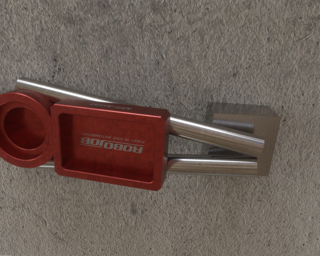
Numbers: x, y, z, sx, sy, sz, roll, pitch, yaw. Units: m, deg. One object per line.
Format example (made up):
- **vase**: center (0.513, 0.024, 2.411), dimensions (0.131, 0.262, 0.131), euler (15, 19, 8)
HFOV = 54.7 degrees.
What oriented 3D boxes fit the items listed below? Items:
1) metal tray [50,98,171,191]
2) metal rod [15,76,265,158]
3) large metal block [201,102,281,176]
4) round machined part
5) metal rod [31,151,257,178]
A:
- **metal tray**: center (-0.057, 0.018, 0.359), dimensions (0.131, 0.030, 0.089), euler (7, 110, 10)
- **metal rod**: center (-0.030, -0.015, 0.370), dimensions (0.301, 0.025, 0.025), euler (15, 110, 8)
- **large metal block**: center (0.101, 0.013, 0.402), dimensions (0.081, 0.050, 0.079), euler (4, 110, -2)
- **round machined part**: center (-0.166, -0.002, 0.393), dimensions (0.098, 0.042, 0.097), euler (3, 110, 9)
- **metal rod**: center (-0.035, 0.044, 0.392), dimensions (0.301, 0.025, 0.025), euler (1, 111, 13)
